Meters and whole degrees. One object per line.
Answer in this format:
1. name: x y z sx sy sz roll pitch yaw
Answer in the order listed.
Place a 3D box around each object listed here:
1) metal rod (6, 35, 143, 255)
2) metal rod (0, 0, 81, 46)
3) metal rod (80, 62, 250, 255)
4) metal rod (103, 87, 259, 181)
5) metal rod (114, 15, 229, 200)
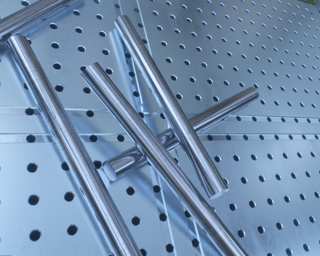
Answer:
1. metal rod: -0.099 0.019 0.343 0.025 0.025 0.299 -21 73 -36
2. metal rod: -0.189 -0.120 0.379 0.025 0.025 0.301 39 51 -2
3. metal rod: 0.012 0.051 0.358 0.300 0.025 0.025 52 51 -2
4. metal rod: 0.051 -0.005 0.440 0.302 0.025 0.025 -26 77 -37
5. metal rod: 0.004 -0.045 0.414 0.025 0.025 0.299 -10 59 -33
